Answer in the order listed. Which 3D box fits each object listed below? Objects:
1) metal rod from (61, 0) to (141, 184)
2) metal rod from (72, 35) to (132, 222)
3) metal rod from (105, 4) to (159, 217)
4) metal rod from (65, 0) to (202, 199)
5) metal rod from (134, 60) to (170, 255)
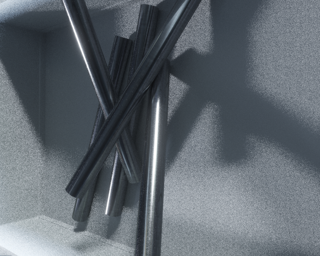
[{"bbox_3d":[-0.074,-0.063,0.384,0.025,0.025,0.298,0,116,40],"label":"metal rod"},{"bbox_3d":[-0.093,0.009,0.480,0.025,0.025,0.298,26,106,36],"label":"metal rod"},{"bbox_3d":[-0.042,-0.018,0.438,0.025,0.025,0.298,18,101,38],"label":"metal rod"},{"bbox_3d":[-0.029,-0.046,0.374,0.025,0.025,0.299,35,96,34],"label":"metal rod"},{"bbox_3d":[-0.007,0.046,0.335,0.025,0.025,0.299,-21,53,38],"label":"metal rod"}]
